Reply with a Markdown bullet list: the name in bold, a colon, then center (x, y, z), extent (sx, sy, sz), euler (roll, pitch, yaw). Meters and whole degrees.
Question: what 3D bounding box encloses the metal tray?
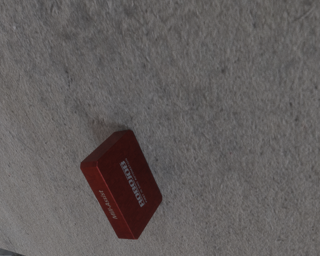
- **metal tray**: center (-0.049, 0.079, 0.439), extent (0.030, 0.090, 0.129), euler (-9, 114, 32)
